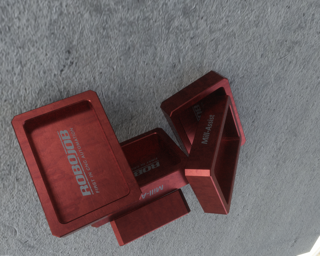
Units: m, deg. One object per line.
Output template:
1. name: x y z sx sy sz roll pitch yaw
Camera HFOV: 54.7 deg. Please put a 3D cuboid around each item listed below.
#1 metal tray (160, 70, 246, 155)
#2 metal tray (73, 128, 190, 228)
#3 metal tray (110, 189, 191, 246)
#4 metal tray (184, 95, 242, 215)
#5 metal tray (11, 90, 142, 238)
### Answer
1. metal tray: 0.066 -0.005 0.440 0.090 0.030 0.130 -34 129 -7
2. metal tray: -0.036 0.054 0.381 0.131 0.090 0.030 -23 127 -15
3. metal tray: -0.021 0.115 0.413 0.091 0.130 0.030 -22 82 -15
4. metal tray: 0.074 0.032 0.398 0.090 0.030 0.130 63 36 -39
5. metal tray: -0.086 0.034 0.322 0.091 0.130 0.030 -22 166 -16
